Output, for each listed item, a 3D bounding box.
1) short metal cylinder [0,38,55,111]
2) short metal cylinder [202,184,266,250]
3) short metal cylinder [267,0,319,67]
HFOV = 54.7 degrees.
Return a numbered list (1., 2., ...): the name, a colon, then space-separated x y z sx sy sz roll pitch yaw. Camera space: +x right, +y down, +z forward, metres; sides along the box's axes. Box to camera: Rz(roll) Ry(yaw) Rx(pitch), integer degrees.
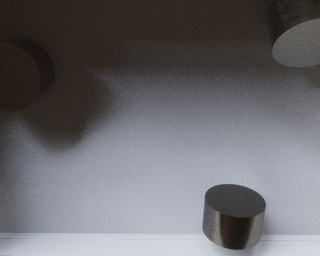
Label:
1. short metal cylinder: -0.175 -0.065 0.372 0.081 0.050 0.079 0 110 0
2. short metal cylinder: 0.101 0.120 0.427 0.081 0.080 0.050 1 110 -1
3. short metal cylinder: 0.161 -0.110 0.336 0.081 0.080 0.050 2 66 -1
